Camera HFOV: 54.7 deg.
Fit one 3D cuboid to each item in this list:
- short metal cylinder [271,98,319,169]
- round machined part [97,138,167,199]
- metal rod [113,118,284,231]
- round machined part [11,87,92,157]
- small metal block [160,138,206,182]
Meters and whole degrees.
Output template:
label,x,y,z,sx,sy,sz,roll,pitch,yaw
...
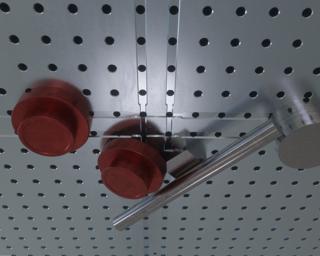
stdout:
label,x,y,z,sx,sy,sz,roll,pitch,yaw
short metal cylinder,0.188,0.008,0.404,0.081,0.050,0.079,0,130,0
round machined part,-0.043,0.063,0.437,0.098,0.042,0.097,11,133,12
metal rod,0.038,0.079,0.446,0.025,0.025,0.299,37,121,-27
round machined part,-0.141,-0.001,0.398,0.099,0.042,0.097,0,130,0
small metal block,0.034,0.048,0.453,0.050,0.025,0.050,-34,123,25
